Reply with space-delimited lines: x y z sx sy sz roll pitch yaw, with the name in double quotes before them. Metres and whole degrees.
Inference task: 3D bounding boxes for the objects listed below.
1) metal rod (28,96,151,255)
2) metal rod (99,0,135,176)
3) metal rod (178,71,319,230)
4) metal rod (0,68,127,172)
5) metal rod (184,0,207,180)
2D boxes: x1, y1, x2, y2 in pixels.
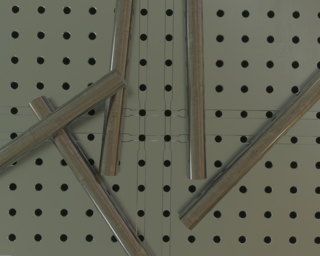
"metal rod" -0.081 0.089 0.412 0.025 0.025 0.299 -33 90 0
"metal rod" -0.054 -0.087 0.412 0.025 0.025 0.298 6 90 -1
"metal rod" 0.138 0.020 0.415 0.025 0.025 0.300 44 90 -1
"metal rod" -0.171 0.020 0.390 0.300 0.025 0.025 -33 91 8
"metal rod" 0.046 -0.082 0.413 0.025 0.025 0.298 -1 90 -1
